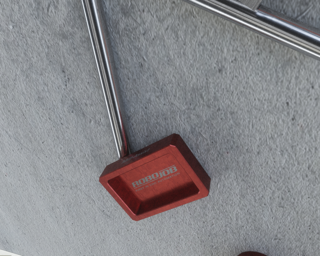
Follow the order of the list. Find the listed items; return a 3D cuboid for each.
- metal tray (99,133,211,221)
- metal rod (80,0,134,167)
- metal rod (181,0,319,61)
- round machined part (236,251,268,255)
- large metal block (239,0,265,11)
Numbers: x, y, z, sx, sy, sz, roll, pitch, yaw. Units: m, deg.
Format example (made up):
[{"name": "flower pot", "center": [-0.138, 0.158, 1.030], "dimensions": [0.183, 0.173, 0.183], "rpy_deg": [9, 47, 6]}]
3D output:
[{"name": "metal tray", "center": [-0.008, 0.072, 0.430], "dimensions": [0.130, 0.030, 0.090], "rpy_deg": [-27, 110, 26]}, {"name": "metal rod", "center": [-0.063, -0.040, 0.413], "dimensions": [0.025, 0.025, 0.298], "rpy_deg": [6, 121, 25]}, {"name": "metal rod", "center": [0.021, -0.141, 0.307], "dimensions": [0.301, 0.025, 0.025], "rpy_deg": [28, 128, 10]}, {"name": "round machined part", "center": [0.142, 0.223, 0.459], "dimensions": [0.098, 0.042, 0.097], "rpy_deg": [13, 124, 20]}, {"name": "large metal block", "center": [0.074, -0.158, 0.254], "dimensions": [0.080, 0.050, 0.079], "rpy_deg": [36, 129, 3]}]
